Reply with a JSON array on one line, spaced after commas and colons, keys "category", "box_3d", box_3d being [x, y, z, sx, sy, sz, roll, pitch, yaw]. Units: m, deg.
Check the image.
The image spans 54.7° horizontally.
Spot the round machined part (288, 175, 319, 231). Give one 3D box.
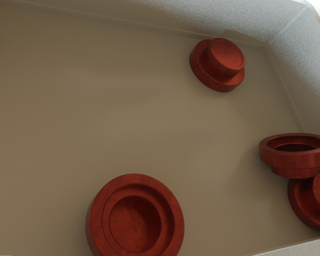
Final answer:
[{"category": "round machined part", "box_3d": [0.242, 0.097, 0.449, 0.099, 0.042, 0.098, 4, 62, -7]}]

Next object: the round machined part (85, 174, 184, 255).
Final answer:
[{"category": "round machined part", "box_3d": [-0.028, 0.100, 0.319, 0.099, 0.042, 0.098, 14, 56, -21]}]

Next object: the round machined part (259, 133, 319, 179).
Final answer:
[{"category": "round machined part", "box_3d": [0.197, 0.041, 0.452, 0.099, 0.098, 0.042, -18, 107, -35]}]

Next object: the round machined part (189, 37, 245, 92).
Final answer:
[{"category": "round machined part", "box_3d": [0.102, -0.111, 0.517, 0.099, 0.042, 0.098, 14, 56, -21]}]
